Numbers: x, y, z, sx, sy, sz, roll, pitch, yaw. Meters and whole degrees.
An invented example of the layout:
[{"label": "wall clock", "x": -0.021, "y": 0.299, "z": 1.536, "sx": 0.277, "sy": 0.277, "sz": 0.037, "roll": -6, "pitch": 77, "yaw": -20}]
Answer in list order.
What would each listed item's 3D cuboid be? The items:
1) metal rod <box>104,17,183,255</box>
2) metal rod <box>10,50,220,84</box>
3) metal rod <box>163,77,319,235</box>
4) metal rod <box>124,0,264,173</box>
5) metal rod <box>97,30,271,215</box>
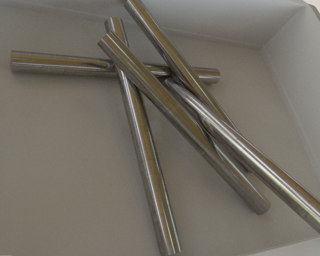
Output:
[{"label": "metal rod", "x": -0.025, "y": -0.004, "z": 0.375, "sx": 0.025, "sy": 0.025, "sz": 0.299, "roll": -5, "pitch": 70, "yaw": -31}, {"label": "metal rod", "x": -0.041, "y": -0.081, "z": 0.434, "sx": 0.303, "sy": 0.025, "sz": 0.025, "roll": -2, "pitch": 63, "yaw": -29}, {"label": "metal rod", "x": 0.094, "y": 0.022, "z": 0.363, "sx": 0.025, "sy": 0.025, "sz": 0.300, "roll": -12, "pitch": 42, "yaw": -34}, {"label": "metal rod", "x": 0.049, "y": -0.061, "z": 0.445, "sx": 0.025, "sy": 0.025, "sz": 0.299, "roll": -38, "pitch": 92, "yaw": -39}, {"label": "metal rod", "x": 0.037, "y": 0.001, "z": 0.389, "sx": 0.300, "sy": 0.025, "sz": 0.025, "roll": 46, "pitch": 50, "yaw": -11}]
